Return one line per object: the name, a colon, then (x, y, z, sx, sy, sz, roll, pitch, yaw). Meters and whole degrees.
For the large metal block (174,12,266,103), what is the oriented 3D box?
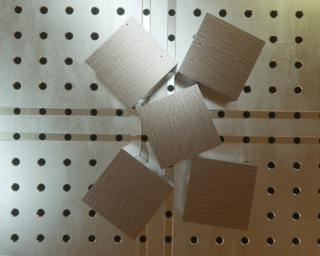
large metal block: (0.074, -0.087, 0.400, 0.080, 0.050, 0.080, 26, 90, -3)

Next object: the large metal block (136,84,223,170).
large metal block: (0.024, -0.002, 0.400, 0.080, 0.050, 0.080, -23, 90, 0)

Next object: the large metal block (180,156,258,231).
large metal block: (0.073, 0.080, 0.401, 0.080, 0.050, 0.080, 9, 90, -1)

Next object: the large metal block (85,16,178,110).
large metal block: (-0.034, -0.080, 0.400, 0.080, 0.050, 0.080, -44, 90, 0)

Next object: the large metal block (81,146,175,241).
large metal block: (-0.039, 0.080, 0.399, 0.080, 0.050, 0.080, 38, 90, 0)
